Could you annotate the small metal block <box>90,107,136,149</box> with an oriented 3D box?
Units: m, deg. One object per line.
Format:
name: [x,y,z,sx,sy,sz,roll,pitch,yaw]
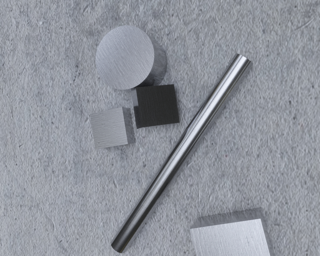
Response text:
small metal block: [-0.066,0.001,0.431,0.050,0.025,0.050,-10,87,19]

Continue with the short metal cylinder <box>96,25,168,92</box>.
short metal cylinder: [-0.036,-0.087,0.408,0.080,0.050,0.079,0,90,19]

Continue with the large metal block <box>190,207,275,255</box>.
large metal block: [0.089,0.145,0.364,0.080,0.050,0.080,-15,85,19]

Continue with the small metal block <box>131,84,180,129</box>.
small metal block: [-0.006,-0.027,0.397,0.050,0.025,0.050,-8,87,-19]

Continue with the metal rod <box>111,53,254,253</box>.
metal rod: [0.022,0.040,0.400,0.025,0.025,0.299,36,101,16]
